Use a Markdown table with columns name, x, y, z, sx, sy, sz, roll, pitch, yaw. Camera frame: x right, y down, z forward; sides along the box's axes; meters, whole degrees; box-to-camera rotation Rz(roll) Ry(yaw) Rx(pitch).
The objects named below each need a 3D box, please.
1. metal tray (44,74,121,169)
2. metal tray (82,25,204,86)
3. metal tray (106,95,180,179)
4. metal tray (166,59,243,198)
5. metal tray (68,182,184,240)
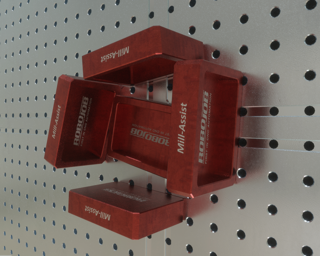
| name | x | y | z | sx | sy | sz | roll | pitch | yaw |
| --- | --- | --- | --- | --- | --- | --- | --- | --- | --- |
| metal tray | -0.114 | -0.008 | 0.462 | 0.030 | 0.091 | 0.129 | 23 | 105 | 38 |
| metal tray | -0.022 | -0.083 | 0.386 | 0.130 | 0.091 | 0.030 | -8 | 85 | 40 |
| metal tray | -0.014 | 0.009 | 0.418 | 0.130 | 0.030 | 0.089 | 15 | 99 | 39 |
| metal tray | 0.050 | 0.000 | 0.326 | 0.030 | 0.091 | 0.129 | 6 | 94 | 40 |
| metal tray | -0.046 | 0.102 | 0.406 | 0.130 | 0.091 | 0.030 | 5 | 94 | 40 |
